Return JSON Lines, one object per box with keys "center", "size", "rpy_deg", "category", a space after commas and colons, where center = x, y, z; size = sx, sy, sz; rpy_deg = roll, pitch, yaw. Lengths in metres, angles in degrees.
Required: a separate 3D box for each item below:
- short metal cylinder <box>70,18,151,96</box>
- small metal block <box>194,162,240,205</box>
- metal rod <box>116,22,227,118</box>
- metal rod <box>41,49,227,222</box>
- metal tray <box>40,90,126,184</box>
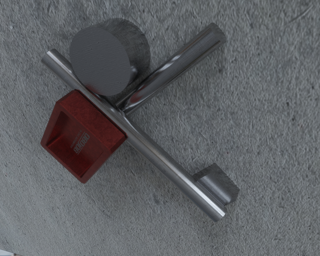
{"center": [-0.058, -0.085, 0.368], "size": [0.080, 0.050, 0.079], "rpy_deg": [13, 124, 20], "category": "short metal cylinder"}
{"center": [0.070, 0.082, 0.420], "size": [0.050, 0.025, 0.050], "rpy_deg": [47, 129, -6], "category": "small metal block"}
{"center": [-0.039, -0.033, 0.407], "size": [0.299, 0.025, 0.025], "rpy_deg": [-33, 100, 38], "category": "metal rod"}
{"center": [-0.031, 0.011, 0.398], "size": [0.300, 0.025, 0.025], "rpy_deg": [43, 129, -2], "category": "metal rod"}
{"center": [-0.110, 0.018, 0.422], "size": [0.090, 0.030, 0.129], "rpy_deg": [43, 141, -2], "category": "metal tray"}
